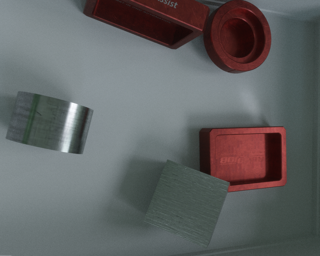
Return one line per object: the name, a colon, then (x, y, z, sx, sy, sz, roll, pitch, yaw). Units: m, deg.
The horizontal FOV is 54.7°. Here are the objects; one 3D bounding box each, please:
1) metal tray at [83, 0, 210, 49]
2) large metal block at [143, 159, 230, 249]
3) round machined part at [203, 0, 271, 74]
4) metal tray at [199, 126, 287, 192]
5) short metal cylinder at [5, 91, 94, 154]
metal tray: (-0.019, -0.139, 0.369, 0.131, 0.090, 0.030, 16, 85, -20)
large metal block: (0.037, 0.094, 0.392, 0.080, 0.050, 0.080, 19, 82, 17)
round machined part: (0.105, -0.126, 0.442, 0.099, 0.042, 0.097, 0, 90, -21)
metal tray: (0.124, 0.044, 0.455, 0.131, 0.030, 0.089, -1, 91, -21)
short metal cylinder: (-0.119, -0.005, 0.338, 0.081, 0.080, 0.050, 14, 85, -20)
